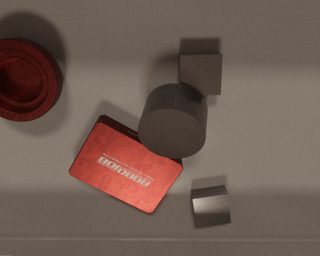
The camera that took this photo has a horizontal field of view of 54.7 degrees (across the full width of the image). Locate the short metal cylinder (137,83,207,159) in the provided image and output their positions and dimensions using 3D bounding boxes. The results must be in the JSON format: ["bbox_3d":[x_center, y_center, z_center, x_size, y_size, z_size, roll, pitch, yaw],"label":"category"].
[{"bbox_3d":[0.017,-0.008,0.380,0.080,0.050,0.079,6,133,7],"label":"short metal cylinder"}]

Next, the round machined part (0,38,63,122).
[{"bbox_3d":[-0.168,-0.060,0.378,0.099,0.042,0.097,0,110,-1],"label":"round machined part"}]

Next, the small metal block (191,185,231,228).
[{"bbox_3d":[0.075,0.115,0.455,0.050,0.025,0.050,-9,110,3],"label":"small metal block"}]

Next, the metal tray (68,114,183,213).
[{"bbox_3d":[-0.046,0.051,0.427,0.131,0.030,0.090,29,107,-11],"label":"metal tray"}]

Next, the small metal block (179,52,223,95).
[{"bbox_3d":[0.050,-0.068,0.387,0.050,0.025,0.050,-1,110,0],"label":"small metal block"}]
